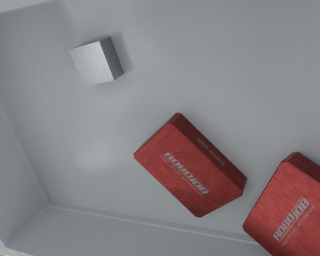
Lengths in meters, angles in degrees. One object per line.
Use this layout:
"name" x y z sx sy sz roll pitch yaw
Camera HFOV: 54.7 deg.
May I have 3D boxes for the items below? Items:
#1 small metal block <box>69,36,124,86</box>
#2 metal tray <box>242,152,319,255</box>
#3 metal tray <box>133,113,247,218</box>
"small metal block" -0.081 -0.085 0.397 0.050 0.025 0.050 -5 116 30
"metal tray" 0.162 0.104 0.364 0.090 0.030 0.129 39 132 29
"metal tray" 0.039 0.053 0.417 0.130 0.030 0.090 44 129 -3
